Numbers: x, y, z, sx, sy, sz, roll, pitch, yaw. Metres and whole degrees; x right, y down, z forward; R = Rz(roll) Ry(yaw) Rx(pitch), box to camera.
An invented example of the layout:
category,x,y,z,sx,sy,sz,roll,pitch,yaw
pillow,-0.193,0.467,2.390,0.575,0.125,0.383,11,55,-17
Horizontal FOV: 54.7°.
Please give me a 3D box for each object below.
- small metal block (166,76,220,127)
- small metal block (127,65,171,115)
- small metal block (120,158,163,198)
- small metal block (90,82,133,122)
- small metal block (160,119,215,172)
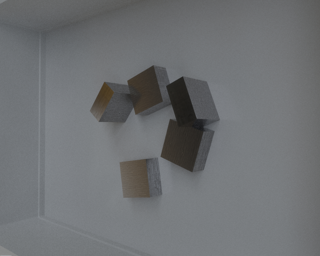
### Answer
category,x,y,z,sx,sy,sz,roll,pitch,yaw
small metal block,0.039,-0.029,0.357,0.025,0.050,0.050,-26,74,36
small metal block,-0.013,-0.049,0.415,0.050,0.025,0.050,-23,76,37
small metal block,-0.027,0.069,0.427,0.050,0.025,0.050,-11,83,39
small metal block,-0.064,-0.036,0.441,0.025,0.050,0.050,47,118,29
small metal block,0.033,0.020,0.378,0.050,0.025,0.050,23,104,37
